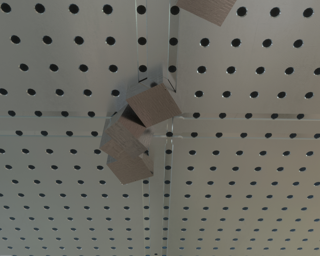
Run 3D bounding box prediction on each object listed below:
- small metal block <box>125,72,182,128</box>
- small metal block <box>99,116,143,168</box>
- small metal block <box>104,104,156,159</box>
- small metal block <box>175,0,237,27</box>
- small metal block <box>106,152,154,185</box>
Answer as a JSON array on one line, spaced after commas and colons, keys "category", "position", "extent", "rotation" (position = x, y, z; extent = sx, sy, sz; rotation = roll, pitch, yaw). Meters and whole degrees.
[{"category": "small metal block", "position": [-0.007, -0.034, 0.383], "extent": [0.050, 0.025, 0.050], "rotation": [-23, 127, 17]}, {"category": "small metal block", "position": [-0.048, 0.016, 0.408], "extent": [0.025, 0.050, 0.050], "rotation": [-36, 122, 28]}, {"category": "small metal block", "position": [-0.036, 0.002, 0.390], "extent": [0.025, 0.050, 0.050], "rotation": [-36, 107, 27]}, {"category": "small metal block", "position": [0.048, -0.134, 0.298], "extent": [0.050, 0.025, 0.050], "rotation": [19, 127, -16]}, {"category": "small metal block", "position": [-0.043, 0.053, 0.456], "extent": [0.050, 0.025, 0.050], "rotation": [-19, 128, 15]}]
